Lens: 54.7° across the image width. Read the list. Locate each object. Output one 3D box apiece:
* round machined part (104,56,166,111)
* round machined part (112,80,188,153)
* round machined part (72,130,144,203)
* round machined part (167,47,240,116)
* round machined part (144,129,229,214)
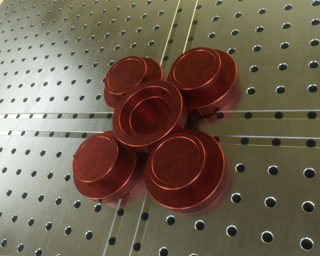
[{"bbox_3d":[-0.042,-0.067,0.458,0.098,0.042,0.098,-13,56,20],"label":"round machined part"},{"bbox_3d":[-0.009,-0.012,0.406,0.098,0.042,0.098,-13,56,20],"label":"round machined part"},{"bbox_3d":[-0.074,0.046,0.407,0.098,0.042,0.098,-13,56,20],"label":"round machined part"},{"bbox_3d":[0.052,-0.068,0.410,0.098,0.042,0.098,-13,56,20],"label":"round machined part"},{"bbox_3d":[0.025,0.044,0.355,0.098,0.042,0.098,-13,56,20],"label":"round machined part"}]
